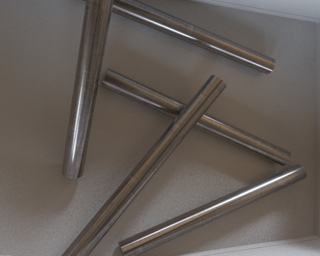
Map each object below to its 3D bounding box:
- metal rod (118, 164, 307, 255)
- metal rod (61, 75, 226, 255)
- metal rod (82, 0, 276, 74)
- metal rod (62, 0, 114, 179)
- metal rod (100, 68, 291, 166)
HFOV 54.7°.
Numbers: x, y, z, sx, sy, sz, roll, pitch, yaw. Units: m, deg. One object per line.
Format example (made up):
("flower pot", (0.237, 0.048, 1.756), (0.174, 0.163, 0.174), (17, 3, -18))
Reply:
("metal rod", (0.087, 0.113, 0.442), (0.302, 0.025, 0.025), (-18, 96, -19))
("metal rod", (-0.019, 0.054, 0.386), (0.025, 0.025, 0.300), (42, 83, -16))
("metal rod", (0.030, -0.133, 0.421), (0.302, 0.025, 0.025), (16, 85, -20))
("metal rod", (-0.069, -0.078, 0.315), (0.025, 0.025, 0.298), (6, 115, -20))
("metal rod", (0.062, -0.008, 0.433), (0.302, 0.025, 0.025), (23, 83, -19))
